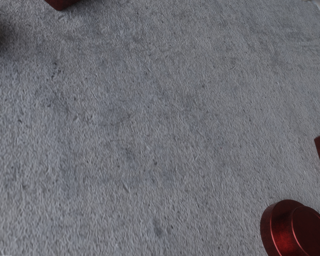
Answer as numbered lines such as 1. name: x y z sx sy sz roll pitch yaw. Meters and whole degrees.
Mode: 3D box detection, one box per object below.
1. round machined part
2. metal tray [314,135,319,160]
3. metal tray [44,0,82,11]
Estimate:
1. round machined part: 0.186 0.142 0.409 0.099 0.042 0.098 14 56 -21
2. metal tray: 0.343 0.063 0.550 0.131 0.030 0.090 14 56 -21
3. metal tray: -0.167 -0.241 0.458 0.130 0.030 0.090 40 51 -1
